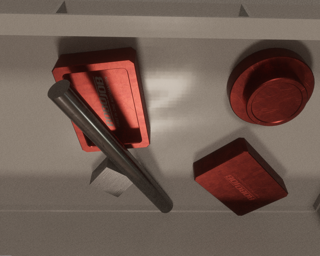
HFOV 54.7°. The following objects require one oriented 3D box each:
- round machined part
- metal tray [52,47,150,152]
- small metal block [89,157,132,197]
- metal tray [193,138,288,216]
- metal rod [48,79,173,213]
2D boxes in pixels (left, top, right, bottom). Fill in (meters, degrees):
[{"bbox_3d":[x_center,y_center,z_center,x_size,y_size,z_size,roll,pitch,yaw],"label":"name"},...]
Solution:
[{"bbox_3d":[0.132,-0.041,0.366,0.099,0.042,0.097,-1,130,0],"label":"round machined part"},{"bbox_3d":[-0.065,-0.029,0.379,0.091,0.030,0.129,-5,130,4],"label":"metal tray"},{"bbox_3d":[-0.071,0.074,0.471,0.050,0.025,0.050,30,124,-23],"label":"small metal block"},{"bbox_3d":[0.124,0.079,0.476,0.090,0.030,0.130,-33,123,25],"label":"metal tray"},{"bbox_3d":[-0.044,0.047,0.412,0.025,0.025,0.300,-17,140,14],"label":"metal rod"}]
